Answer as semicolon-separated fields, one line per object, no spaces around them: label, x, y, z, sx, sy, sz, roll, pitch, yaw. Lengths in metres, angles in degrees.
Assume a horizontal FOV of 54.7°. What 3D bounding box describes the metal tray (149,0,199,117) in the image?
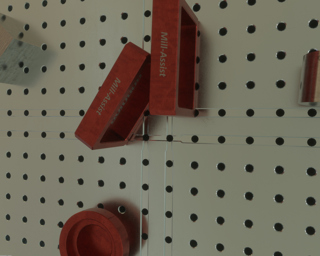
metal tray;0.019;-0.079;0.371;0.030;0.090;0.129;2;91;20

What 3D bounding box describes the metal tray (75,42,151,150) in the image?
metal tray;-0.043;-0.036;0.392;0.030;0.090;0.129;36;101;16

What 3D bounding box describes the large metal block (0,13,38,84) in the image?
large metal block;-0.257;-0.128;0.490;0.080;0.050;0.080;45;104;14

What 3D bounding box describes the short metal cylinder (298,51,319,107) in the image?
short metal cylinder;0.188;-0.047;0.317;0.080;0.080;0.050;6;92;20

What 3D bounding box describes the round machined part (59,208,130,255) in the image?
round machined part;-0.087;0.160;0.433;0.098;0.042;0.097;-1;88;19
